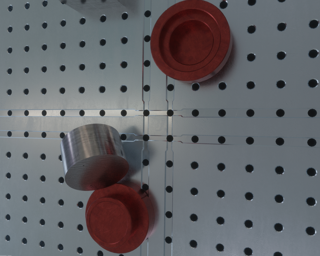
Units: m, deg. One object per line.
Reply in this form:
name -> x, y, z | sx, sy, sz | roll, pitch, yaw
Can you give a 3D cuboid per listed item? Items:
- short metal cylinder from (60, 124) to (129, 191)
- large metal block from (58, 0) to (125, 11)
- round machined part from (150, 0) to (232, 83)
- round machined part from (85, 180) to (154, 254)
short metal cylinder -> -0.086, 0.039, 0.406 | 0.080, 0.080, 0.050 | -35, 52, 16
large metal block -> -0.096, -0.216, 0.433 | 0.080, 0.050, 0.079 | 3, 91, 20
round machined part -> 0.041, -0.105, 0.389 | 0.098, 0.042, 0.097 | 0, 90, 20
round machined part -> -0.061, 0.124, 0.425 | 0.098, 0.042, 0.097 | 0, 90, 20
